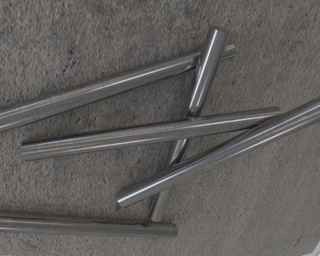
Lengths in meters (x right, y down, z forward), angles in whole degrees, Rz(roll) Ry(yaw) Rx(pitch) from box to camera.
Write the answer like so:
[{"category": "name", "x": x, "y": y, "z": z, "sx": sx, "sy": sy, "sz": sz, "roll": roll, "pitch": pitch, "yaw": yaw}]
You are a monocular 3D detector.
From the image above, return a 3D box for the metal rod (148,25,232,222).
[{"category": "metal rod", "x": 0.030, "y": 0.015, "z": 0.412, "sx": 0.025, "sy": 0.025, "sz": 0.298, "roll": -2, "pitch": 125, "yaw": -28}]

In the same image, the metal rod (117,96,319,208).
[{"category": "metal rod", "x": 0.070, "y": 0.036, "z": 0.389, "sx": 0.300, "sy": 0.025, "sz": 0.025, "roll": -28, "pitch": 133, "yaw": 21}]

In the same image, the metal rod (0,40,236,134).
[{"category": "metal rod", "x": -0.047, "y": -0.050, "z": 0.350, "sx": 0.302, "sy": 0.025, "sz": 0.025, "roll": -20, "pitch": 126, "yaw": -17}]

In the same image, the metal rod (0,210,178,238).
[{"category": "metal rod", "x": -0.096, "y": 0.140, "z": 0.440, "sx": 0.302, "sy": 0.025, "sz": 0.025, "roll": 16, "pitch": 110, "yaw": -35}]

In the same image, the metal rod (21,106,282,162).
[{"category": "metal rod", "x": -0.001, "y": 0.005, "z": 0.365, "sx": 0.302, "sy": 0.025, "sz": 0.025, "roll": -8, "pitch": 123, "yaw": -9}]
